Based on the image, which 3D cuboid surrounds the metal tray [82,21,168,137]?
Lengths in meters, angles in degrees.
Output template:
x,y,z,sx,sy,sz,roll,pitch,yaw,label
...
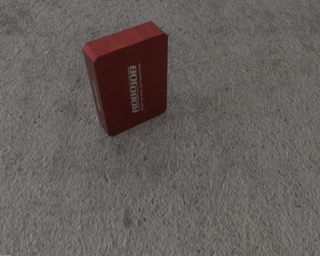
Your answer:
x,y,z,sx,sy,sz,roll,pitch,yaw,label
-0.036,-0.055,0.382,0.091,0.129,0.030,-26,55,-20,metal tray
